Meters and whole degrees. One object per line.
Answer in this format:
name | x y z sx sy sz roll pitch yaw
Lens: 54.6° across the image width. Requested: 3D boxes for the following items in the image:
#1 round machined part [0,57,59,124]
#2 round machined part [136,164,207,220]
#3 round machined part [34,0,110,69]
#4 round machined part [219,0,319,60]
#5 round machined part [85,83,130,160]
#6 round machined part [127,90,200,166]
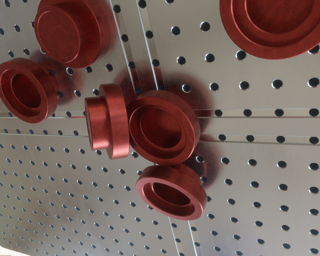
round machined part | -0.194 -0.059 0.467 0.098 0.042 0.097 13 124 21
round machined part | 0.019 0.083 0.432 0.098 0.042 0.098 18 141 15
round machined part | -0.116 -0.121 0.388 0.098 0.042 0.097 13 124 21
round machined part | 0.106 -0.114 0.274 0.098 0.042 0.097 13 124 21
round machined part | -0.071 -0.007 0.397 0.042 0.098 0.097 -8 124 -17
round machined part | 0.005 -0.004 0.396 0.098 0.042 0.097 13 124 21
